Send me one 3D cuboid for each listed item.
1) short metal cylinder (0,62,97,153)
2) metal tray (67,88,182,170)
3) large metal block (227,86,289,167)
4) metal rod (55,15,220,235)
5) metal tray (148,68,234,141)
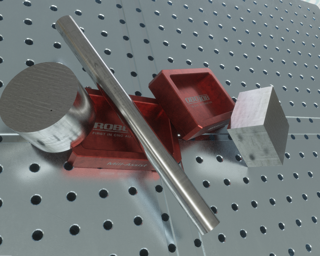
[{"bbox_3d":[-0.113,-0.021,0.321,0.080,0.050,0.080,-4,63,9],"label":"short metal cylinder"},{"bbox_3d":[-0.043,0.003,0.379,0.131,0.030,0.090,6,59,-25],"label":"metal tray"},{"bbox_3d":[0.145,-0.001,0.448,0.080,0.050,0.080,55,45,-30],"label":"large metal block"},{"bbox_3d":[-0.032,-0.011,0.359,0.025,0.025,0.299,-28,77,-37],"label":"metal rod"},{"bbox_3d":[0.054,-0.039,0.433,0.131,0.030,0.090,-16,70,-52],"label":"metal tray"}]
